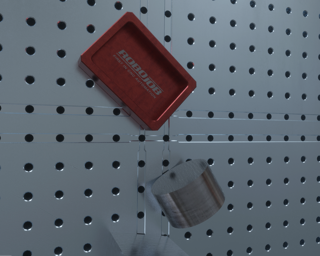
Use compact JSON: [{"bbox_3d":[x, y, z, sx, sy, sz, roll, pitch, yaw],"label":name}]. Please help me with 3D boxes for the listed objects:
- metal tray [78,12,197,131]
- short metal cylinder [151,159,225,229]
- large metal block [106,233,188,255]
[{"bbox_3d":[-0.027,-0.070,0.400,0.130,0.030,0.090,45,76,-15],"label":"metal tray"},{"bbox_3d":[0.036,0.082,0.398,0.080,0.080,0.050,-32,101,-17],"label":"short metal cylinder"},{"bbox_3d":[-0.018,0.168,0.378,0.081,0.080,0.050,11,87,-20],"label":"large metal block"}]
